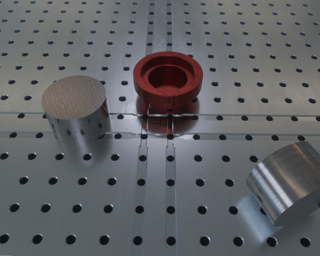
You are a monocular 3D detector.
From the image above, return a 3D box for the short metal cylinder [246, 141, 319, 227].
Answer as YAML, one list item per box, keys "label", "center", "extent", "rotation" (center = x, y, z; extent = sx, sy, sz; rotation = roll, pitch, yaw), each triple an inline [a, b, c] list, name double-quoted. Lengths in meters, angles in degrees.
- label: "short metal cylinder"
  center: [0.139, 0.059, 0.323]
  extent: [0.081, 0.080, 0.050]
  rotation: [-18, 53, -14]

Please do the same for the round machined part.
- label: "round machined part"
  center: [0.011, -0.065, 0.451]
  extent: [0.099, 0.042, 0.098]
  rotation: [0, 50, 0]

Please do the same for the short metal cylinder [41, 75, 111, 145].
- label: "short metal cylinder"
  center: [-0.109, -0.025, 0.411]
  extent: [0.081, 0.050, 0.080]
  rotation: [0, 50, 0]
